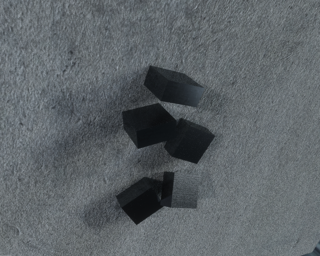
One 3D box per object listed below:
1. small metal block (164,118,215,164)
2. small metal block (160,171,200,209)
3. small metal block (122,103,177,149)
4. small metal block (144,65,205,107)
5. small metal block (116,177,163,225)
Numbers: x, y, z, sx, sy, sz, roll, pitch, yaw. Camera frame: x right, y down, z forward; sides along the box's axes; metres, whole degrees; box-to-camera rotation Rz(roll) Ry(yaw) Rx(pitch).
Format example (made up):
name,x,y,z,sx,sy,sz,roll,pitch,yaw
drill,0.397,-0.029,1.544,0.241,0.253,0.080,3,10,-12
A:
name,x,y,z,sx,sy,sz,roll,pitch,yaw
small metal block,0.042,0.019,0.442,0.050,0.025,0.050,20,108,-36
small metal block,0.031,0.093,0.465,0.050,0.025,0.050,13,79,-36
small metal block,-0.014,-0.004,0.381,0.050,0.050,0.025,-15,125,-20
small metal block,0.016,-0.050,0.368,0.050,0.050,0.025,7,115,-32
small metal block,-0.029,0.108,0.458,0.050,0.025,0.050,-34,129,-6
